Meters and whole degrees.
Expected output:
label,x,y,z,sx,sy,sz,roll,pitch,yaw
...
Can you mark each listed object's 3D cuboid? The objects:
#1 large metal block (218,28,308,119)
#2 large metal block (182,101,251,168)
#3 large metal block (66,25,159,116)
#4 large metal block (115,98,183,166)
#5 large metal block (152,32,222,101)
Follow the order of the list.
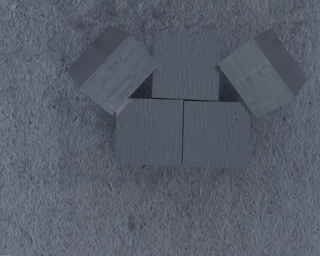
label,x,y,z,sx,sy,sz,roll,pitch,yaw
large metal block,0.128,-0.069,0.379,0.050,0.080,0.080,-35,90,40
large metal block,0.068,0.008,0.398,0.081,0.050,0.079,1,90,-1
large metal block,-0.060,-0.073,0.376,0.080,0.080,0.050,-47,125,0
large metal block,-0.013,0.004,0.398,0.081,0.050,0.079,1,90,-1
large metal block,0.032,-0.075,0.399,0.081,0.050,0.079,3,90,-1
